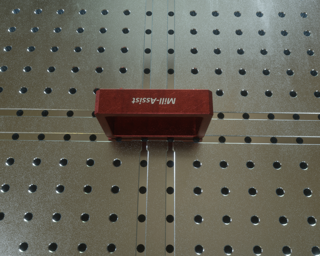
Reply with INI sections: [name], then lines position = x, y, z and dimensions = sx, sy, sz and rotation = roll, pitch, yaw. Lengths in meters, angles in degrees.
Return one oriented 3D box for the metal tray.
[metal tray]
position = -0.006, -0.015, 0.382
dimensions = 0.131, 0.090, 0.030
rotation = 0, 70, 0
